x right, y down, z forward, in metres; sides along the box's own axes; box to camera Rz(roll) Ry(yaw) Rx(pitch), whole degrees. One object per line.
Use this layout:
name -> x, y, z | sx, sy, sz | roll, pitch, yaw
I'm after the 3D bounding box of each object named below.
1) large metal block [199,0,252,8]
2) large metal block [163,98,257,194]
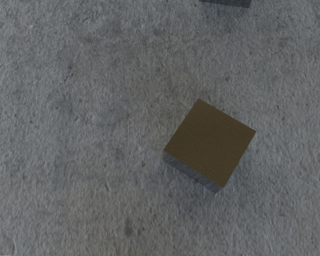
large metal block -> 0.109, -0.242, 0.485 | 0.080, 0.050, 0.080 | 9, 70, 3
large metal block -> 0.059, 0.023, 0.387 | 0.080, 0.050, 0.080 | 31, 73, 10
